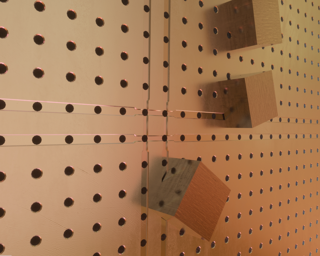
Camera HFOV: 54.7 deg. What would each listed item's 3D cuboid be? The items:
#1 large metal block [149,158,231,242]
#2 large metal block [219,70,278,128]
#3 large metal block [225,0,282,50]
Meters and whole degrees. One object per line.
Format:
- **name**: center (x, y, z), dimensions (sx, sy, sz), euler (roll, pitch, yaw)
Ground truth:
- **large metal block**: center (0.044, 0.099, 0.432), dimensions (0.080, 0.050, 0.080), euler (44, 64, -32)
- **large metal block**: center (0.150, -0.049, 0.522), dimensions (0.081, 0.050, 0.079), euler (-20, 103, -39)
- **large metal block**: center (0.163, -0.180, 0.532), dimensions (0.081, 0.050, 0.079), euler (-16, 100, -39)
